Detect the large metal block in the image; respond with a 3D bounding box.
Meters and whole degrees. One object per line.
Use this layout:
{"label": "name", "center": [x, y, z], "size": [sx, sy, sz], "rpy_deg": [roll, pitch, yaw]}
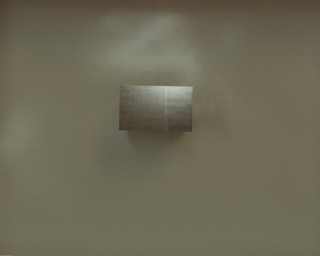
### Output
{"label": "large metal block", "center": [-0.005, -0.022, 0.382], "size": [0.080, 0.080, 0.050], "rpy_deg": [1, 90, 0]}
